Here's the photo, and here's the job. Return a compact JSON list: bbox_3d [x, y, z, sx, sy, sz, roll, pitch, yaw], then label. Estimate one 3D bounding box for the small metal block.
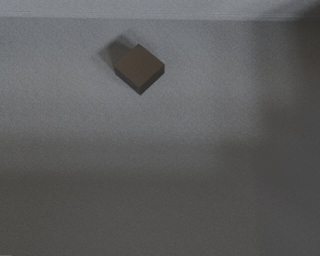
[{"bbox_3d":[-0.029,-0.083,0.440,0.050,0.025,0.050,41,75,13],"label":"small metal block"}]
